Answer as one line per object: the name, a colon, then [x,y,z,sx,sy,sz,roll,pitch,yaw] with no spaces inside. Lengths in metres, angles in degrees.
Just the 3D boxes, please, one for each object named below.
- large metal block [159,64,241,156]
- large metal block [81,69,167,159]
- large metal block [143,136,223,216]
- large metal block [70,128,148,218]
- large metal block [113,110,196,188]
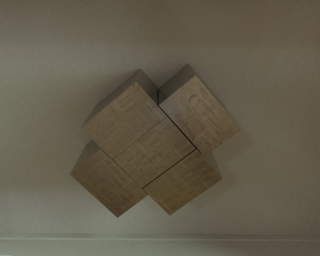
large metal block: [0.044,-0.025,0.373,0.050,0.080,0.080,-39,106,13]
large metal block: [-0.039,-0.020,0.373,0.080,0.080,0.050,-38,106,12]
large metal block: [0.026,0.052,0.401,0.080,0.080,0.050,-38,106,12]
large metal block: [-0.059,0.053,0.400,0.050,0.080,0.080,-39,106,13]
large metal block: [-0.007,0.016,0.387,0.080,0.080,0.050,-38,106,12]
